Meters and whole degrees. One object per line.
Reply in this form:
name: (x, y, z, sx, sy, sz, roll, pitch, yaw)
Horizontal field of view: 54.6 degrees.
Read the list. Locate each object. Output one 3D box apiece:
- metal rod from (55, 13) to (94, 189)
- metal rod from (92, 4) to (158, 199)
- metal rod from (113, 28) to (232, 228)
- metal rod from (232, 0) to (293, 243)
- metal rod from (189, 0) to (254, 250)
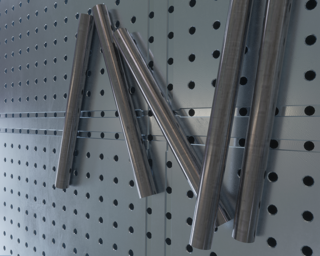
metal rod: (-0.147, -0.040, 0.532, 0.025, 0.025, 0.298, 19, 102, 38)
metal rod: (-0.055, -0.047, 0.456, 0.025, 0.025, 0.299, -26, 74, 37)
metal rod: (0.006, -0.015, 0.405, 0.025, 0.025, 0.299, -41, 65, 32)
metal rod: (0.108, -0.029, 0.320, 0.025, 0.025, 0.298, 12, 97, 39)
metal rod: (0.068, -0.021, 0.334, 0.025, 0.025, 0.298, 10, 91, 39)
